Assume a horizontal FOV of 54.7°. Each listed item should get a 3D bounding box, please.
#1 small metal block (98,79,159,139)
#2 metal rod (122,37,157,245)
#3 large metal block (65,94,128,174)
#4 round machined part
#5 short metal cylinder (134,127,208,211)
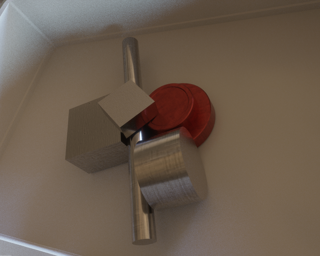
[{"bbox_3d":[-0.038,-0.024,0.375,0.050,0.025,0.050,-38,57,-12],"label":"small metal block"},{"bbox_3d":[-0.031,-0.008,0.396,0.025,0.025,0.299,-19,54,17],"label":"metal rod"},{"bbox_3d":[-0.076,0.006,0.419,0.080,0.050,0.080,-19,55,17],"label":"large metal block"},{"bbox_3d":[0.017,-0.018,0.393,0.098,0.042,0.098,-13,56,20],"label":"round machined part"},{"bbox_3d":[0.013,0.044,0.333,0.050,0.080,0.080,-19,55,17],"label":"short metal cylinder"}]
